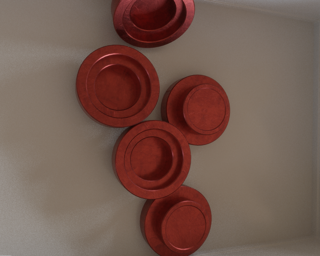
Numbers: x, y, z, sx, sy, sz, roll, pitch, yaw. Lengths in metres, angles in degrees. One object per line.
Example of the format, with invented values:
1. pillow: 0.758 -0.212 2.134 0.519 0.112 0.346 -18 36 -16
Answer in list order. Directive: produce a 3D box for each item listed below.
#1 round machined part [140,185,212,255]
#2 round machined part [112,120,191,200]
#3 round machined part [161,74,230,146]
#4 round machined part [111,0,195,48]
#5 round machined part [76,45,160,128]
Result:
1. round machined part: 0.026 0.126 0.413 0.099 0.042 0.097 0 90 -21
2. round machined part: -0.013 0.039 0.397 0.099 0.042 0.097 0 91 -20
3. round machined part: 0.054 -0.025 0.423 0.099 0.042 0.097 0 90 -21
4. round machined part: -0.011 -0.148 0.377 0.099 0.097 0.042 -2 60 -20
5. round machined part: -0.053 -0.048 0.381 0.099 0.042 0.097 1 87 -19
